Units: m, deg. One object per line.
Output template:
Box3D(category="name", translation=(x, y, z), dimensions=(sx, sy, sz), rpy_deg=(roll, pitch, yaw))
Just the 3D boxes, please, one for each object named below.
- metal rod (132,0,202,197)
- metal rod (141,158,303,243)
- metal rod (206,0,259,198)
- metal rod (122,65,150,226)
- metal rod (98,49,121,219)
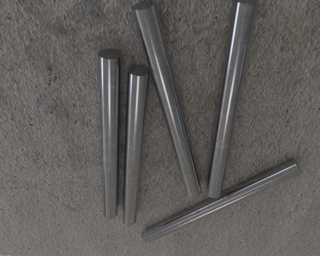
Box3D(category="metal rod", translation=(0.019, -0.010, 0.398), dimensions=(0.025, 0.025, 0.299), rpy_deg=(-11, 130, 9))
Box3D(category="metal rod", translation=(0.089, 0.129, 0.517), dimensions=(0.299, 0.025, 0.025), rpy_deg=(-33, 123, 24))
Box3D(category="metal rod", translation=(0.084, -0.011, 0.397), dimensions=(0.025, 0.025, 0.298), rpy_deg=(0, 130, 0))
Box3D(category="metal rod", translation=(-0.039, 0.048, 0.447), dimensions=(0.025, 0.025, 0.298), rpy_deg=(4, 130, -4))
Box3D(category="metal rod", translation=(-0.070, 0.032, 0.433), dimensions=(0.025, 0.025, 0.298), rpy_deg=(4, 130, -4))
